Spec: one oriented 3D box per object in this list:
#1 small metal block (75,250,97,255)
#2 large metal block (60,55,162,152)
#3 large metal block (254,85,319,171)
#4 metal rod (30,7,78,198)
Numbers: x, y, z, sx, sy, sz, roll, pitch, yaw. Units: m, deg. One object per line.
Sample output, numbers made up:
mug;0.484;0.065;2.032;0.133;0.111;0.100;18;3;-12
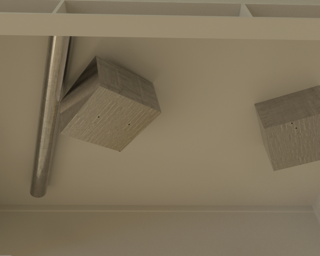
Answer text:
small metal block;-0.156;0.289;0.656;0.050;0.025;0.050;-32;124;24
large metal block;-0.059;-0.024;0.359;0.080;0.050;0.080;22;128;-37
large metal block;0.174;0.002;0.397;0.080;0.050;0.080;-16;129;13
metal rod;-0.144;-0.007;0.400;0.025;0.025;0.298;15;129;-13
